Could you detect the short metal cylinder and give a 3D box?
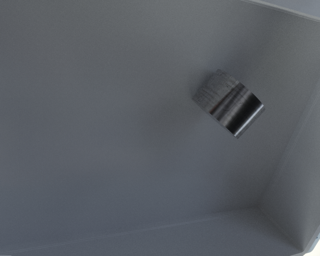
[{"bbox_3d":[0.087,-0.030,0.401,0.050,0.080,0.080,-48,129,6],"label":"short metal cylinder"}]
